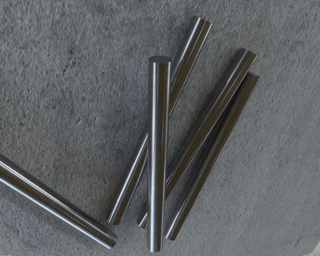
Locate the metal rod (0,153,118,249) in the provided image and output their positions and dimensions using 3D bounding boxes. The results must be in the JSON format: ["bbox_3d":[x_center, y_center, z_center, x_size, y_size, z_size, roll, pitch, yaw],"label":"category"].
[{"bbox_3d":[-0.146,0.080,0.376,0.025,0.025,0.300,-39,129,-2],"label":"metal rod"}]

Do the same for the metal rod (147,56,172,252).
[{"bbox_3d":[-0.004,0.055,0.404,0.025,0.025,0.298,-12,124,-22],"label":"metal rod"}]

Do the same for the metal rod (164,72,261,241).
[{"bbox_3d":[0.073,0.054,0.479,0.025,0.025,0.298,10,113,-33],"label":"metal rod"}]

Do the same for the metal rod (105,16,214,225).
[{"bbox_3d":[-0.009,0.004,0.404,0.025,0.025,0.298,12,112,-33],"label":"metal rod"}]

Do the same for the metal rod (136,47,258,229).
[{"bbox_3d":[0.046,0.025,0.447,0.025,0.025,0.298,19,108,-36],"label":"metal rod"}]
